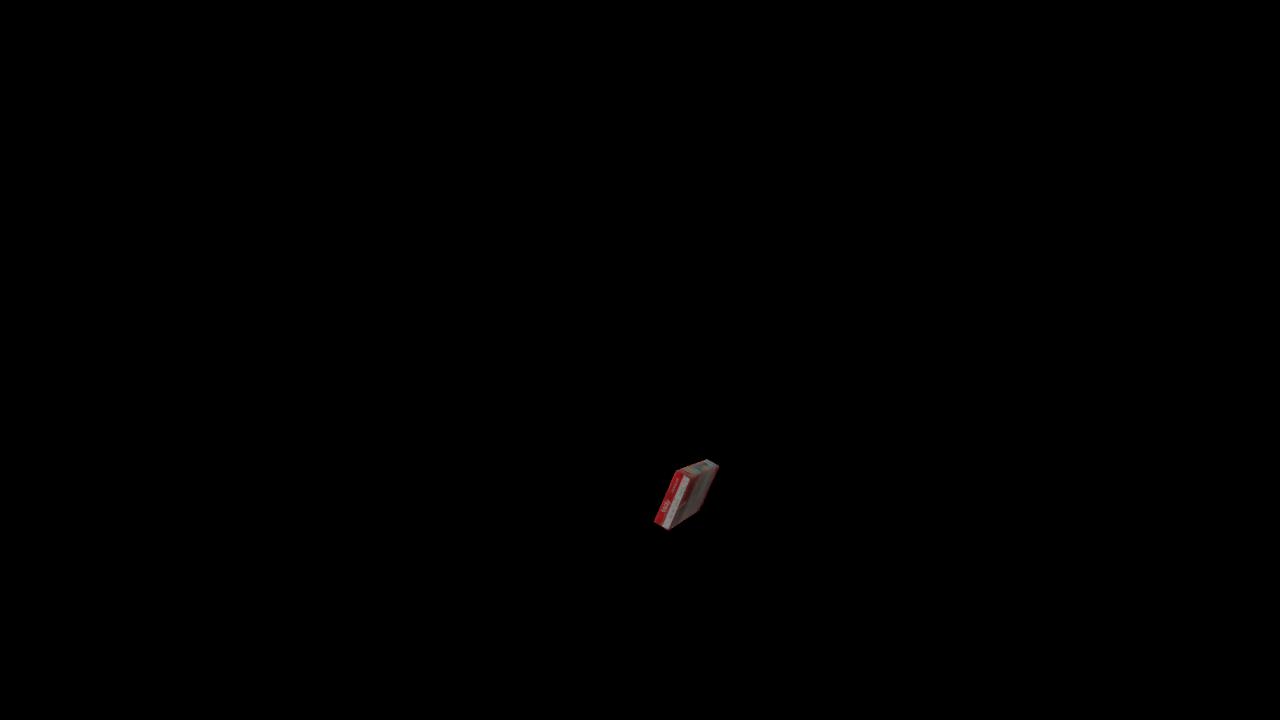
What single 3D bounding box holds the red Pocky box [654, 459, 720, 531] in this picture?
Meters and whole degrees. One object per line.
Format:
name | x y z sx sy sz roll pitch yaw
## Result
red Pocky box | 0.071 0.194 0.905 0.028 0.083 0.155 25 6 21
